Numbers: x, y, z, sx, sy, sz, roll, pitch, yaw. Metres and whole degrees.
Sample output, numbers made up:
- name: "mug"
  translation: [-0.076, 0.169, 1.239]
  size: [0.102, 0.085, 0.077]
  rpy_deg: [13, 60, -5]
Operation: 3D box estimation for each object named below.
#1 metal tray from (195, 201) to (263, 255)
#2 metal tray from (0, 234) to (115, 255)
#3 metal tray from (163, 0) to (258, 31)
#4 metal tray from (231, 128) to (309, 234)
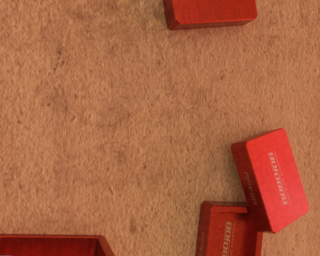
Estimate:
- name: "metal tray"
  translation: [0.099, 0.174, 0.444]
  size: [0.091, 0.030, 0.129]
  rpy_deg: [7, 88, -20]
- name: "metal tray"
  translation: [-0.118, 0.143, 0.331]
  size: [0.131, 0.090, 0.030]
  rpy_deg: [8, 88, -20]
- name: "metal tray"
  translation: [0.069, -0.189, 0.433]
  size: [0.131, 0.030, 0.089]
  rpy_deg: [-11, 94, -20]
- name: "metal tray"
  translation: [0.161, 0.073, 0.448]
  size: [0.091, 0.030, 0.129]
  rpy_deg: [-16, 88, -33]
